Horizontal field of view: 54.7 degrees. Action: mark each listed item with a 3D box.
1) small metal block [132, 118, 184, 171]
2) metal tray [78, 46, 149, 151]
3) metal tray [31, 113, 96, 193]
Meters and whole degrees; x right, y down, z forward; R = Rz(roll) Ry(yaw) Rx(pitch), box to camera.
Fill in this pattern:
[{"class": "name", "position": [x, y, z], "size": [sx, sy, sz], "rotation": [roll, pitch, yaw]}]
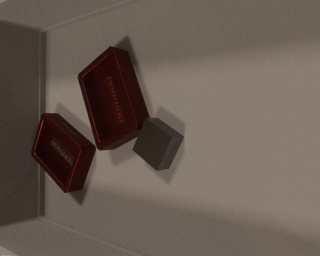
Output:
[{"class": "small metal block", "position": [-0.003, 0.020, 0.408], "size": [0.050, 0.025, 0.050], "rotation": [37, 112, 33]}, {"class": "metal tray", "position": [-0.071, -0.042, 0.459], "size": [0.090, 0.030, 0.129], "rotation": [-29, 72, 36]}, {"class": "metal tray", "position": [-0.173, 0.040, 0.542], "size": [0.130, 0.030, 0.089], "rotation": [34, 111, 34]}]
